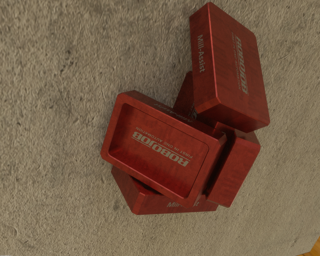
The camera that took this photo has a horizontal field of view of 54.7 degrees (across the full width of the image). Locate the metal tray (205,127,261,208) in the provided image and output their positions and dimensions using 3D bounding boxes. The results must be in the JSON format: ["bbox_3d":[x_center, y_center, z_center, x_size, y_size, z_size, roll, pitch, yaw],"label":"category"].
[{"bbox_3d":[0.091,0.032,0.415,0.030,0.130,0.089,20,112,-1],"label":"metal tray"}]

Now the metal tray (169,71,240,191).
[{"bbox_3d":[0.046,0.004,0.395,0.030,0.090,0.129,7,115,-32],"label":"metal tray"}]

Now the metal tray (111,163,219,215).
[{"bbox_3d":[0.010,0.073,0.418,0.131,0.090,0.030,7,115,-32],"label":"metal tray"}]

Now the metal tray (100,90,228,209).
[{"bbox_3d":[0.000,0.022,0.360,0.030,0.130,0.089,-26,140,-62],"label":"metal tray"}]

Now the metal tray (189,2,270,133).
[{"bbox_3d":[0.078,-0.067,0.351,0.091,0.130,0.030,19,149,-36],"label":"metal tray"}]
